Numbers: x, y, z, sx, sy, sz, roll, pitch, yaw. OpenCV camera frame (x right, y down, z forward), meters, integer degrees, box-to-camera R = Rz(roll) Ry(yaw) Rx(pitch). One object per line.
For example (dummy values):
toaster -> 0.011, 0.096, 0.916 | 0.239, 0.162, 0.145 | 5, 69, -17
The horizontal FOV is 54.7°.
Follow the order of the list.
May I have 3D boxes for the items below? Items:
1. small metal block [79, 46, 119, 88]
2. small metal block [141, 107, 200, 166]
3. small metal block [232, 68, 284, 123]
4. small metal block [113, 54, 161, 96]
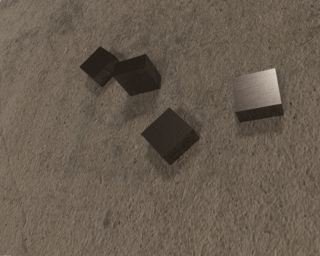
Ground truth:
small metal block -> -0.098, -0.102, 0.516 | 0.050, 0.025, 0.050 | -47, 52, -5
small metal block -> 0.013, 0.010, 0.390 | 0.050, 0.025, 0.050 | -43, 51, -2
small metal block -> 0.115, -0.038, 0.366 | 0.050, 0.025, 0.050 | -10, 57, 22
small metal block -> -0.032, -0.075, 0.449 | 0.050, 0.050, 0.025 | -12, 57, 21
